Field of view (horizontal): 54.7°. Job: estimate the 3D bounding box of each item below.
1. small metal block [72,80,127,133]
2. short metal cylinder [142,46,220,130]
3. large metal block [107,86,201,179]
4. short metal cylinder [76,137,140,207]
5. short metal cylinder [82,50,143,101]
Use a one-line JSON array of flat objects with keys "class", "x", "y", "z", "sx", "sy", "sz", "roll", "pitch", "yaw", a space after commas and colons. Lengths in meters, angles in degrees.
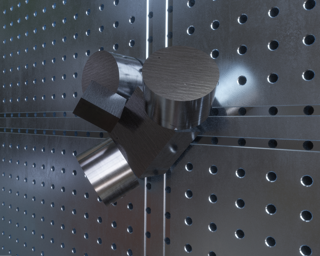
[{"class": "small metal block", "x": -0.073, "y": -0.028, "z": 0.384, "sx": 0.025, "sy": 0.050, "sz": 0.050, "roll": -53, "pitch": 16, "yaw": 29}, {"class": "short metal cylinder", "x": 0.021, "y": -0.045, "z": 0.342, "sx": 0.080, "sy": 0.081, "sz": 0.050, "roll": 51, "pitch": 158, "yaw": 28}, {"class": "large metal block", "x": -0.010, "y": 0.005, "z": 0.394, "sx": 0.080, "sy": 0.050, "sz": 0.080, "roll": 52, "pitch": 120, "yaw": 27}, {"class": "short metal cylinder", "x": -0.070, "y": 0.059, "z": 0.419, "sx": 0.050, "sy": 0.080, "sz": 0.080, "roll": -32, "pitch": 70, "yaw": -13}, {"class": "short metal cylinder", "x": -0.067, "y": -0.066, "z": 0.444, "sx": 0.080, "sy": 0.050, "sz": 0.079, "roll": 0, "pitch": 90, "yaw": 40}]
